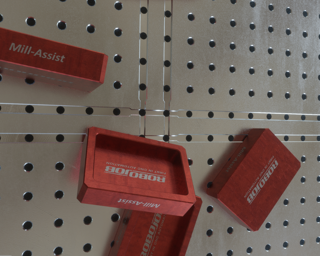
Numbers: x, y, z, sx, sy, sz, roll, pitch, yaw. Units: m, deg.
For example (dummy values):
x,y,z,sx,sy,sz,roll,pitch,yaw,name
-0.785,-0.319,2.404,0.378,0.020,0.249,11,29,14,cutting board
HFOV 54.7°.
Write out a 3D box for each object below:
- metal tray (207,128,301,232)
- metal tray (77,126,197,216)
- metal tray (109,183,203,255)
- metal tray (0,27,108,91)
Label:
x,y,z,sx,sy,sz,roll,pitch,yaw,name
0.143,0.075,0.465,0.090,0.030,0.130,43,76,-15,metal tray
-0.027,0.052,0.371,0.131,0.030,0.090,13,41,-20,metal tray
-0.007,0.140,0.408,0.091,0.030,0.129,22,83,-19,metal tray
-0.129,-0.070,0.330,0.131,0.090,0.030,10,87,-20,metal tray
